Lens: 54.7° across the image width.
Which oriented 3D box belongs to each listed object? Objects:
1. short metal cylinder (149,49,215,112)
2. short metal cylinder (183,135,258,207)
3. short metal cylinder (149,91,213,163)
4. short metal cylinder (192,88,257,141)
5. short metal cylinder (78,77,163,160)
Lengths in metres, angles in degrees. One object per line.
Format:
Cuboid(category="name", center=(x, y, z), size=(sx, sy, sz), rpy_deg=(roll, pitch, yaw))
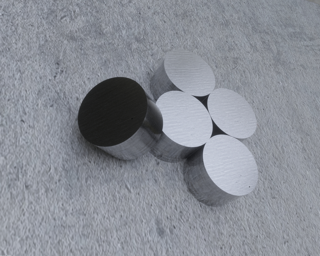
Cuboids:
Cuboid(category="short metal cylinder", center=(0.032, -0.066, 0.446), size=(0.081, 0.050, 0.080), rpy_deg=(14, 56, -21))
Cuboid(category="short metal cylinder", center=(0.077, 0.055, 0.397), size=(0.081, 0.050, 0.080), rpy_deg=(14, 56, -21))
Cuboid(category="short metal cylinder", center=(0.020, -0.001, 0.400), size=(0.081, 0.050, 0.080), rpy_deg=(14, 56, -21))
Cuboid(category="short metal cylinder", center=(0.089, -0.010, 0.443), size=(0.081, 0.050, 0.080), rpy_deg=(14, 56, -21))
Cuboid(category="short metal cylinder", center=(-0.043, -0.010, 0.346), size=(0.080, 0.050, 0.080), rpy_deg=(-7, 67, 17))
